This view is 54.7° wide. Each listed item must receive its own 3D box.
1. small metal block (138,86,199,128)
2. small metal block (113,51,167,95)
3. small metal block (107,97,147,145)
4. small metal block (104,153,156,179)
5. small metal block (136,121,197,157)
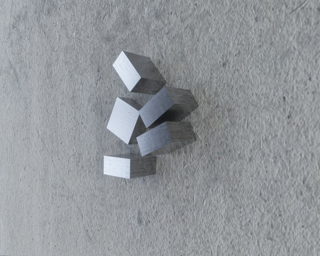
[{"bbox_3d":[0.011,-0.024,0.380,0.050,0.050,0.025,-41,65,32],"label":"small metal block"},{"bbox_3d":[-0.027,-0.072,0.411,0.025,0.050,0.050,-48,62,29],"label":"small metal block"},{"bbox_3d":[-0.044,-0.011,0.442,0.050,0.025,0.050,34,111,34],"label":"small metal block"},{"bbox_3d":[-0.041,0.051,0.422,0.050,0.050,0.025,2,92,40],"label":"small metal block"},{"bbox_3d":[0.009,0.014,0.382,0.050,0.050,0.025,-29,72,36],"label":"small metal block"}]
